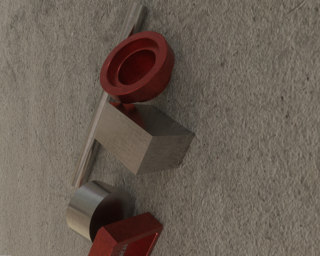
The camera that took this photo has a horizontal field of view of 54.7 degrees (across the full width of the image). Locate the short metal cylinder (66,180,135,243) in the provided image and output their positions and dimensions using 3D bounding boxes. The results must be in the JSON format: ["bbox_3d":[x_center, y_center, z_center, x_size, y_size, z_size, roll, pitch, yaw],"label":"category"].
[{"bbox_3d":[-0.082,0.119,0.434,0.050,0.081,0.079,13,98,39],"label":"short metal cylinder"}]

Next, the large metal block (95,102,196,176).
[{"bbox_3d":[-0.018,0.010,0.382,0.080,0.081,0.050,36,113,33],"label":"large metal block"}]

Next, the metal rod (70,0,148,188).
[{"bbox_3d":[-0.082,-0.039,0.470,0.025,0.025,0.298,34,111,34],"label":"metal rod"}]

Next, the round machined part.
[{"bbox_3d":[-0.025,-0.072,0.395,0.098,0.042,0.098,-16,54,24],"label":"round machined part"}]

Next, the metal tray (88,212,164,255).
[{"bbox_3d":[-0.056,0.178,0.406,0.030,0.091,0.129,36,112,34],"label":"metal tray"}]
